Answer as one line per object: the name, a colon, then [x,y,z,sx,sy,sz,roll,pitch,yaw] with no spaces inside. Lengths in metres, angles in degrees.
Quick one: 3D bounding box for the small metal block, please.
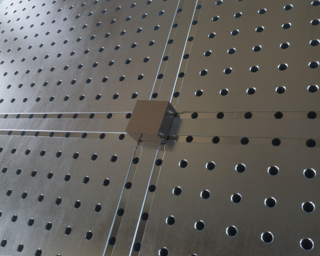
small metal block: [-0.012,-0.010,0.419,0.050,0.025,0.050,5,64,30]
